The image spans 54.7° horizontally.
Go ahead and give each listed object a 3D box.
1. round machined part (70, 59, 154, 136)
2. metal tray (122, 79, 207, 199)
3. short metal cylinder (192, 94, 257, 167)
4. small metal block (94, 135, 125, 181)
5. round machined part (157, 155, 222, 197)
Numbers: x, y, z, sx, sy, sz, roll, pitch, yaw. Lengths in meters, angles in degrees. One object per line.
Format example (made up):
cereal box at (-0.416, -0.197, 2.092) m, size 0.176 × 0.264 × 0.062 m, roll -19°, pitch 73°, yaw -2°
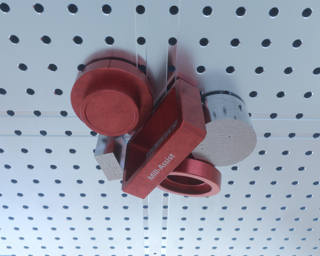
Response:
round machined part at (-0.057, -0.028, 0.370) m, size 0.099 × 0.042 × 0.097 m, roll 0°, pitch 130°, yaw 0°
metal tray at (0.001, 0.014, 0.376) m, size 0.030 × 0.090 × 0.129 m, roll 26°, pitch 125°, yaw -21°
short metal cylinder at (0.076, 0.004, 0.394) m, size 0.081 × 0.050 × 0.079 m, roll 0°, pitch 130°, yaw 0°
small metal block at (-0.064, 0.035, 0.419) m, size 0.025 × 0.050 × 0.050 m, roll -12°, pitch 129°, yaw 10°
round machined part at (0.037, 0.060, 0.432) m, size 0.099 × 0.042 × 0.098 m, roll 9°, pitch 152°, yaw 5°
